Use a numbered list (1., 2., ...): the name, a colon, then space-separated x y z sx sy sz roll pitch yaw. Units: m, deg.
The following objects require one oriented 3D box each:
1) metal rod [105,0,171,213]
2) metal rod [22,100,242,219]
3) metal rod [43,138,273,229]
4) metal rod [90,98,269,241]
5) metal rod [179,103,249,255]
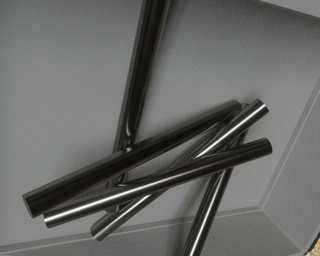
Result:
1. metal rod: -0.035 -0.008 0.357 0.025 0.025 0.298 -3 128 -27
2. metal rod: -0.008 0.023 0.372 0.302 0.025 0.025 -24 129 -32
3. metal rod: 0.006 0.067 0.401 0.302 0.025 0.025 -16 126 -10
4. metal rod: 0.023 0.062 0.437 0.300 0.025 0.025 -39 130 6
5. metal rod: 0.071 0.101 0.429 0.025 0.025 0.299 36 73 -39
